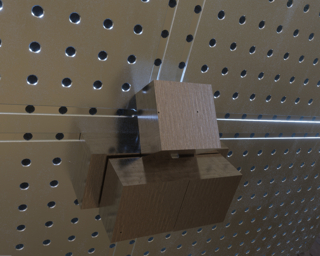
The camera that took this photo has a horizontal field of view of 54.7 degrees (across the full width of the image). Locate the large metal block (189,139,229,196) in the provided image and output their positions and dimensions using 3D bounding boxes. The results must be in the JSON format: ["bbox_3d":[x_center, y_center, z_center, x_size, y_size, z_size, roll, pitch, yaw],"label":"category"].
[{"bbox_3d":[0.043,0.053,0.452,0.081,0.050,0.079,-1,119,-28],"label":"large metal block"}]

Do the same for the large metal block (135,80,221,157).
[{"bbox_3d":[0.021,-0.009,0.376,0.081,0.050,0.080,0,76,-29],"label":"large metal block"}]

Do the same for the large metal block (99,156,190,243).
[{"bbox_3d":[-0.021,0.081,0.367,0.081,0.050,0.079,0,119,-29],"label":"large metal block"}]

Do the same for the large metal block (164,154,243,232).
[{"bbox_3d":[0.050,0.083,0.408,0.081,0.050,0.079,0,119,-29],"label":"large metal block"}]

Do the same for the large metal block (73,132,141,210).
[{"bbox_3d":[-0.061,0.052,0.396,0.081,0.050,0.079,1,118,-30],"label":"large metal block"}]
